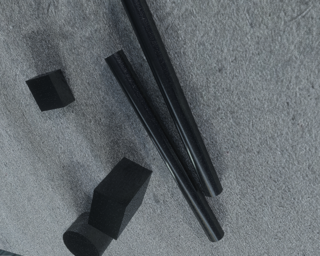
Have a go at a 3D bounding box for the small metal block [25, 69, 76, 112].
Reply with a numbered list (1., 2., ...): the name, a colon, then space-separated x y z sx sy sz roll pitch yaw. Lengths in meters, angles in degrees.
1. small metal block: -0.161 -0.055 0.455 0.050 0.025 0.050 -7 115 31

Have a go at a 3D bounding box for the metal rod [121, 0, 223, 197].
1. metal rod: 0.015 -0.043 0.371 0.025 0.025 0.299 -12 113 33

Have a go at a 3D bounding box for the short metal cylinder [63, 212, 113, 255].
1. short metal cylinder: -0.135 0.207 0.588 0.080 0.050 0.079 13 124 20

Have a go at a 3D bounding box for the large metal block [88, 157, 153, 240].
1. large metal block: -0.060 0.105 0.466 0.050 0.080 0.079 26 128 11

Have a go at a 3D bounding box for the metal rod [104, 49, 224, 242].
1. metal rod: 0.013 0.035 0.419 0.025 0.025 0.299 -18 109 35
